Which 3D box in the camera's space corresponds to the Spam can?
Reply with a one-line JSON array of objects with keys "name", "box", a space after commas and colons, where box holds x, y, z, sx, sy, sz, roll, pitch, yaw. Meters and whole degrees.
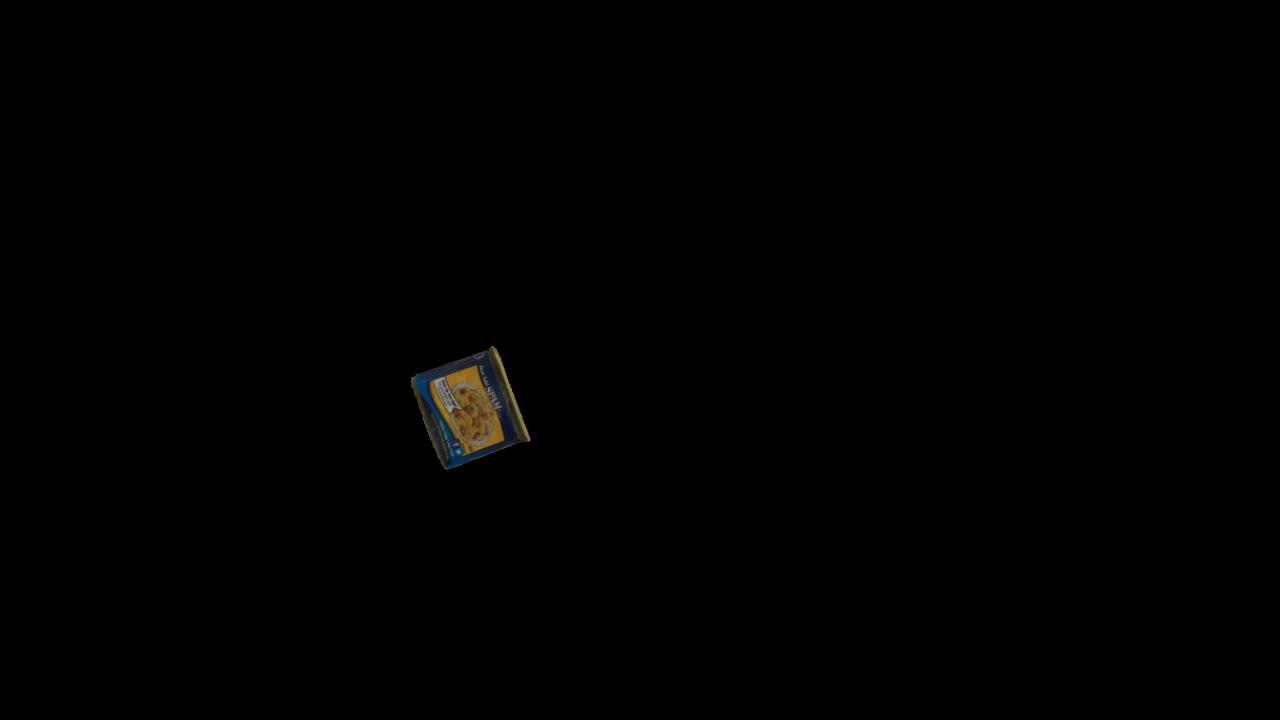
[{"name": "Spam can", "box": [-0.166, 0.048, 0.606, 0.085, 0.101, 0.058, -21, -3, -9]}]
